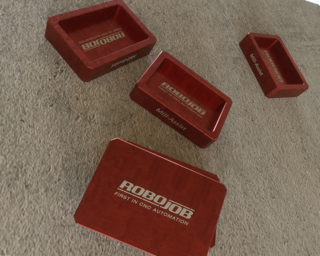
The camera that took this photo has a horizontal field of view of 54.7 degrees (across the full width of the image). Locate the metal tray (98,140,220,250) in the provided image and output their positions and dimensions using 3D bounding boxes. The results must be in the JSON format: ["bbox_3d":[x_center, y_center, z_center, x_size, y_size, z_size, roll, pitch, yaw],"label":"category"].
[{"bbox_3d":[0.003,0.078,0.354,0.131,0.030,0.090,23,53,-15],"label":"metal tray"}]

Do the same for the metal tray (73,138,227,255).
[{"bbox_3d":[-0.008,0.077,0.314,0.131,0.030,0.090,24,69,-3],"label":"metal tray"}]

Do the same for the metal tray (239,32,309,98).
[{"bbox_3d":[0.215,-0.120,0.588,0.091,0.030,0.130,-6,64,-31],"label":"metal tray"}]

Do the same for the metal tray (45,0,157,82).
[{"bbox_3d":[-0.079,-0.127,0.435,0.090,0.030,0.131,50,51,7],"label":"metal tray"}]

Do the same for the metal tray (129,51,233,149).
[{"bbox_3d":[0.034,-0.042,0.443,0.130,0.030,0.090,35,51,-5],"label":"metal tray"}]
